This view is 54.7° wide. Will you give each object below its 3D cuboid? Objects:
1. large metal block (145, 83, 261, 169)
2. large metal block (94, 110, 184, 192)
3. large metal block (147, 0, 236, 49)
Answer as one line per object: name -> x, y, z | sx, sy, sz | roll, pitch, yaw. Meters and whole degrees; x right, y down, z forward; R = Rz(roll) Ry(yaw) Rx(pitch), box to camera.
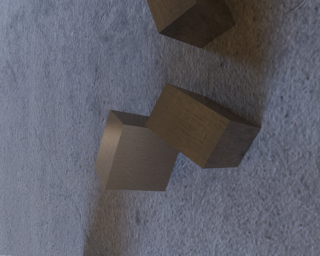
large metal block -> 0.046, -0.001, 0.327 | 0.080, 0.080, 0.050 | 36, 106, 33
large metal block -> -0.027, 0.029, 0.381 | 0.050, 0.081, 0.079 | 41, 117, 56
large metal block -> 0.030, -0.143, 0.343 | 0.050, 0.081, 0.080 | -29, 72, 36
